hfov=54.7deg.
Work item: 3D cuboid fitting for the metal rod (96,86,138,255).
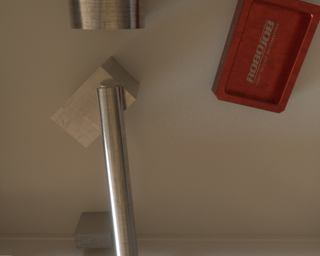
[{"bbox_3d":[-0.040,0.105,0.341,0.025,0.025,0.298,-4,102,1],"label":"metal rod"}]

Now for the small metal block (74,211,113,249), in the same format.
[{"bbox_3d":[-0.093,0.147,0.451,0.050,0.050,0.025,-3,110,0],"label":"small metal block"}]

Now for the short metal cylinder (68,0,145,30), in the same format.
[{"bbox_3d":[-0.057,-0.134,0.332,0.081,0.080,0.050,0,110,-1],"label":"short metal cylinder"}]

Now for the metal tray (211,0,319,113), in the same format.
[{"bbox_3d":[0.125,-0.090,0.377,0.091,0.030,0.129,12,110,-5],"label":"metal tray"}]

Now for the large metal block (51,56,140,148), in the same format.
[{"bbox_3d":[-0.072,-0.034,0.368,0.080,0.080,0.050,-43,105,14],"label":"large metal block"}]
